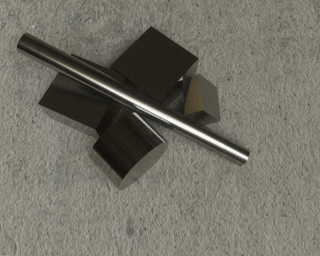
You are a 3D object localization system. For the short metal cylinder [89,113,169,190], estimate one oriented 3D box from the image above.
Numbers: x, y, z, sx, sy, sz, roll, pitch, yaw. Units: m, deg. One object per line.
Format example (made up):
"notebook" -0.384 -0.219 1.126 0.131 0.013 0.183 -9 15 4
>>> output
"short metal cylinder" -0.036 0.028 0.369 0.080 0.080 0.050 -42 76 -14

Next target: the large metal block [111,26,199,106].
"large metal block" -0.006 -0.077 0.421 0.080 0.050 0.080 38 74 12

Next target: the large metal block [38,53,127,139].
"large metal block" -0.096 -0.039 0.410 0.080 0.050 0.080 24 72 8

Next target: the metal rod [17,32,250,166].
"metal rod" -0.025 -0.030 0.377 0.301 0.025 0.025 27 72 -8

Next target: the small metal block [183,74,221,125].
"small metal block" 0.055 -0.036 0.407 0.025 0.050 0.050 -15 66 33
